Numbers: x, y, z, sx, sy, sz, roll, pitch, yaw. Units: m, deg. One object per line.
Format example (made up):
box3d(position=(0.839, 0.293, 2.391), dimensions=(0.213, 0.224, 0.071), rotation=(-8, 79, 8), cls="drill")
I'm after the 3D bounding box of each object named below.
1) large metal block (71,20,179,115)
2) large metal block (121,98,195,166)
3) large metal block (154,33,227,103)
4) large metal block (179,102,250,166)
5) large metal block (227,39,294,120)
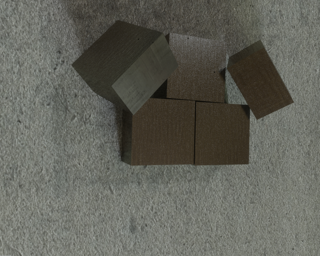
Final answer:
box3d(position=(-0.040, -0.073, 0.359), dimensions=(0.080, 0.080, 0.050), rotation=(-49, 140, -14), cls="large metal block")
box3d(position=(-0.003, 0.005, 0.396), dimensions=(0.081, 0.050, 0.079), rotation=(1, 90, -21), cls="large metal block")
box3d(position=(0.039, -0.075, 0.413), dimensions=(0.081, 0.050, 0.079), rotation=(3, 89, -20), cls="large metal block")
box3d(position=(0.073, 0.008, 0.423), dimensions=(0.081, 0.050, 0.079), rotation=(1, 90, -21), cls="large metal block")
box3d(position=(0.136, -0.069, 0.426), dimensions=(0.050, 0.080, 0.080), rotation=(-28, 103, 23), cls="large metal block")
